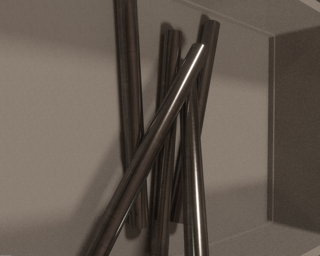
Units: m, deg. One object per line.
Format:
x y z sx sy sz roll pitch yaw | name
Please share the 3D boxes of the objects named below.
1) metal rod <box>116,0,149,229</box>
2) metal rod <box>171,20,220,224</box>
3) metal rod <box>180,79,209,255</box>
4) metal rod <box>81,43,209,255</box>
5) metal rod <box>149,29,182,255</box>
-0.034 -0.027 0.379 0.025 0.025 0.298 -5 93 -40 | metal rod
0.052 -0.015 0.452 0.025 0.025 0.299 18 78 -39 | metal rod
0.038 0.047 0.366 0.025 0.025 0.299 28 49 -37 | metal rod
-0.009 0.019 0.366 0.025 0.025 0.300 41 65 -33 | metal rod
0.008 0.018 0.415 0.025 0.025 0.298 6 86 -40 | metal rod
